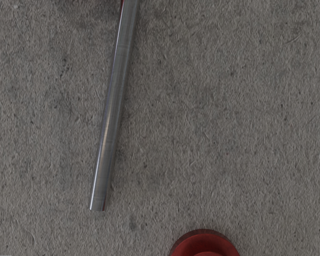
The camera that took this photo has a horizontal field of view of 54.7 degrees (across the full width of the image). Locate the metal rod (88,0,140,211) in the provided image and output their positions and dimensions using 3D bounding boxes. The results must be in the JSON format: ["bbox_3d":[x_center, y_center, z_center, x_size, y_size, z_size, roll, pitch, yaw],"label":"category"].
[{"bbox_3d":[-0.059,-0.041,0.409,0.025,0.025,0.298,9,90,0],"label":"metal rod"}]

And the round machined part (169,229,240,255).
[{"bbox_3d":[0.059,0.187,0.402,0.099,0.042,0.097,0,90,0],"label":"round machined part"}]
